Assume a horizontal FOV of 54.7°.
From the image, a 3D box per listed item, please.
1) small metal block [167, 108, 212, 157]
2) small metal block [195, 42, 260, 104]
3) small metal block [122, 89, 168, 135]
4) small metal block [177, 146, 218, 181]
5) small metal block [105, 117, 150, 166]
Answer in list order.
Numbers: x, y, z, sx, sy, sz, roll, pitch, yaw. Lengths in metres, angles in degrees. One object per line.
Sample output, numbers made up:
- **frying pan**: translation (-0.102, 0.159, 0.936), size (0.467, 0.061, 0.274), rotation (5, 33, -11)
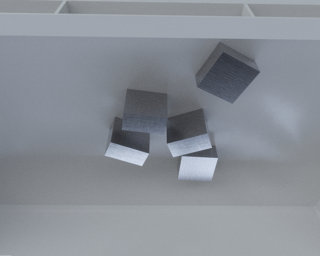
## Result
- **small metal block**: translation (0.036, 0.006, 0.398), size (0.050, 0.050, 0.025), rotation (-15, 129, 12)
- **small metal block**: translation (0.076, -0.062, 0.357), size (0.050, 0.025, 0.050), rotation (23, 127, -18)
- **small metal block**: translation (-0.018, -0.020, 0.375), size (0.050, 0.050, 0.025), rotation (6, 130, -6)
- **small metal block**: translation (0.053, 0.051, 0.453), size (0.050, 0.025, 0.050), rotation (3, 130, -3)
- **small metal block**: translation (-0.042, 0.017, 0.407), size (0.050, 0.050, 0.025), rotation (18, 128, -15)
